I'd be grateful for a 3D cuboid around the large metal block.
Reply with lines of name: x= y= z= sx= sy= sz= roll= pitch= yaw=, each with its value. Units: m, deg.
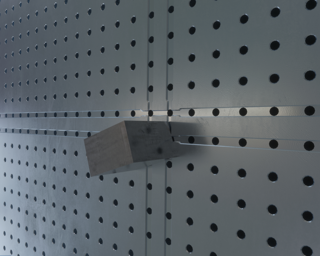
large metal block: x=-0.039 y=0.027 z=0.407 sx=0.080 sy=0.081 sz=0.050 roll=-22 pitch=76 yaw=38
